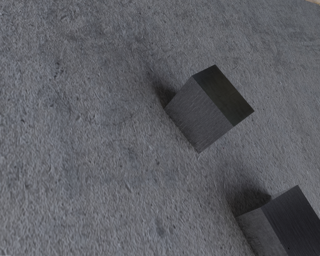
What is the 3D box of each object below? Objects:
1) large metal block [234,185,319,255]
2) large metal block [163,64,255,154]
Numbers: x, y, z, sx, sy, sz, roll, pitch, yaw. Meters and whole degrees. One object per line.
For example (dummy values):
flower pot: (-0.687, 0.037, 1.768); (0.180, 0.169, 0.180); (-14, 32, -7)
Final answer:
large metal block: (0.157, 0.129, 0.393); (0.081, 0.050, 0.080); (-16, 70, -34)
large metal block: (0.063, -0.024, 0.417); (0.050, 0.080, 0.080); (-31, 79, -38)
